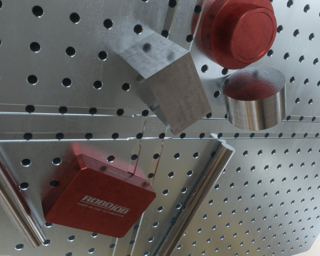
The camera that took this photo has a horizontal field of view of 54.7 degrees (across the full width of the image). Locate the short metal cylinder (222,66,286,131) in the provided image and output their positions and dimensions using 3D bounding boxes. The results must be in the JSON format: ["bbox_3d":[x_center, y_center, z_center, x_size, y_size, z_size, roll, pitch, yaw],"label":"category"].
[{"bbox_3d":[0.129,-0.041,0.423,0.080,0.080,0.050,-28,128,-11],"label":"short metal cylinder"}]

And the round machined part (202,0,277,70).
[{"bbox_3d":[0.105,-0.119,0.386,0.099,0.042,0.097,-14,124,-21],"label":"round machined part"}]

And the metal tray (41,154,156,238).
[{"bbox_3d":[-0.080,0.099,0.427,0.131,0.030,0.090,30,101,-38],"label":"metal tray"}]

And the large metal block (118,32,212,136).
[{"bbox_3d":[0.005,-0.051,0.348,0.050,0.080,0.080,-34,129,-7],"label":"large metal block"}]

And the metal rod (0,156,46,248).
[{"bbox_3d":[-0.185,0.029,0.327,0.025,0.025,0.298,-21,127,-16],"label":"metal rod"}]

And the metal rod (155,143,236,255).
[{"bbox_3d":[0.043,0.157,0.534,0.025,0.025,0.298,15,110,-35],"label":"metal rod"}]
